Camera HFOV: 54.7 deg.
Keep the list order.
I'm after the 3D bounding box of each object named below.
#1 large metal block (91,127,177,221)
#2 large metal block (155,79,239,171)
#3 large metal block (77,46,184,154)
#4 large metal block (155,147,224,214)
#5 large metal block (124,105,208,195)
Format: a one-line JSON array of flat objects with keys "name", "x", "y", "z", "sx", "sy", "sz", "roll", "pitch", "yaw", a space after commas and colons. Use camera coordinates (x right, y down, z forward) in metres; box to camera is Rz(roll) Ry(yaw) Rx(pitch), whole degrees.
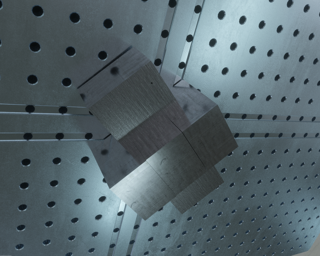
[{"name": "large metal block", "x": -0.034, "y": 0.057, "z": 0.394, "sx": 0.050, "sy": 0.080, "sz": 0.080, "roll": -38, "pitch": 130, "yaw": -3}, {"name": "large metal block", "x": 0.046, "y": -0.005, "z": 0.400, "sx": 0.050, "sy": 0.080, "sz": 0.080, "roll": -38, "pitch": 130, "yaw": -3}, {"name": "large metal block", "x": -0.032, "y": -0.031, "z": 0.356, "sx": 0.080, "sy": 0.050, "sz": 0.080, "roll": -38, "pitch": 130, "yaw": -2}, {"name": "large metal block", "x": 0.037, "y": 0.068, "z": 0.460, "sx": 0.080, "sy": 0.050, "sz": 0.080, "roll": -37, "pitch": 130, "yaw": -3}, {"name": "large metal block", "x": 0.006, "y": 0.026, "z": 0.397, "sx": 0.050, "sy": 0.080, "sz": 0.080, "roll": -38, "pitch": 130, "yaw": -3}]
